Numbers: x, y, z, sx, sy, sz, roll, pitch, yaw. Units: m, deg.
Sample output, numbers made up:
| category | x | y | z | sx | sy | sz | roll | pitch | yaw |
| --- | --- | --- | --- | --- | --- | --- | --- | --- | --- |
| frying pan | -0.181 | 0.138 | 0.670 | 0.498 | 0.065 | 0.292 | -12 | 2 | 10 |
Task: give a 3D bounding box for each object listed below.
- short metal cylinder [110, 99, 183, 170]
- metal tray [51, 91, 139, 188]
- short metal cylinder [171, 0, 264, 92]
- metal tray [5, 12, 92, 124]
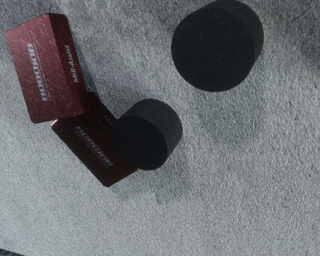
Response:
| category | x | y | z | sx | sy | sz | roll | pitch | yaw |
| --- | --- | --- | --- | --- | --- | --- | --- | --- | --- |
| short metal cylinder | -0.017 | 0.008 | 0.405 | 0.080 | 0.050 | 0.079 | 13 | 124 | 21 |
| metal tray | -0.092 | 0.021 | 0.465 | 0.090 | 0.030 | 0.130 | -34 | 99 | 38 |
| short metal cylinder | 0.058 | -0.082 | 0.309 | 0.080 | 0.050 | 0.079 | 13 | 124 | 21 |
| metal tray | -0.150 | -0.076 | 0.415 | 0.090 | 0.030 | 0.129 | -8 | 100 | 31 |
